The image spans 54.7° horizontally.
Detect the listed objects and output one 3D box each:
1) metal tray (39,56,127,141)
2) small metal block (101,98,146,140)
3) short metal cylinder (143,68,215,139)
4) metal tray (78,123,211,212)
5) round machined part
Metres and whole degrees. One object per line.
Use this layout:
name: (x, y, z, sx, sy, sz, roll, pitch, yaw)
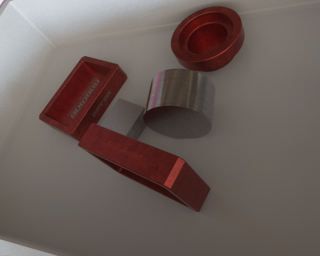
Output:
metal tray: (-0.123, -0.050, 0.495, 0.090, 0.030, 0.130, 21, 72, 35)
small metal block: (-0.048, -0.009, 0.435, 0.050, 0.025, 0.050, 23, 74, 36)
short metal cylinder: (0.024, -0.027, 0.373, 0.080, 0.080, 0.050, -4, 60, 26)
metal tray: (-0.018, 0.043, 0.345, 0.130, 0.090, 0.030, 19, 72, 35)
round machined part: (0.068, -0.118, 0.430, 0.098, 0.042, 0.098, -13, 56, 20)
